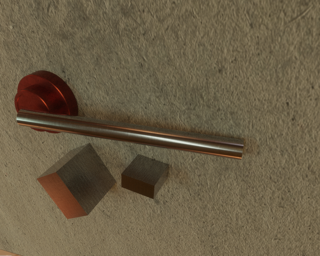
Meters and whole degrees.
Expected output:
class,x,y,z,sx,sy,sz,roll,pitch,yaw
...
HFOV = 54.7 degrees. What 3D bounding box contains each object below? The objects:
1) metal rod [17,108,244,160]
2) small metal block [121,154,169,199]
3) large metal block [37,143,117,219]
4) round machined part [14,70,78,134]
class,x,y,z,sx,sy,sz,roll,pitch,yaw
metal rod,-0.047,0.005,0.403,0.301,0.025,0.025,8,123,12
small metal block,-0.020,0.068,0.442,0.050,0.050,0.025,17,125,18
large metal block,-0.128,0.083,0.488,0.050,0.080,0.080,-20,108,35
round machined part,-0.177,-0.033,0.466,0.098,0.042,0.097,13,124,20
